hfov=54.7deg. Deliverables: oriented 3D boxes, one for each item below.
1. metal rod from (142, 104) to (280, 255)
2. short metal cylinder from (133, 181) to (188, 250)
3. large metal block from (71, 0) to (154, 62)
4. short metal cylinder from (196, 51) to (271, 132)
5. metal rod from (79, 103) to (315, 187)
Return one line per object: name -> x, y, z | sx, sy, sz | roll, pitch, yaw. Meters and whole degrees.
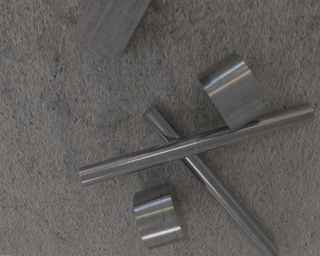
metal rod -> 0.081, 0.086, 0.442 | 0.025, 0.025, 0.300 | -37, 106, 12
short metal cylinder -> 0.002, 0.119, 0.424 | 0.050, 0.080, 0.080 | -19, 109, 7
large metal block -> -0.045, -0.124, 0.334 | 0.050, 0.080, 0.080 | 29, 107, -10
short metal cylinder -> 0.086, -0.042, 0.366 | 0.050, 0.080, 0.080 | -32, 107, 11
metal rod -> 0.049, 0.020, 0.393 | 0.302, 0.025, 0.025 | -16, 110, -4
